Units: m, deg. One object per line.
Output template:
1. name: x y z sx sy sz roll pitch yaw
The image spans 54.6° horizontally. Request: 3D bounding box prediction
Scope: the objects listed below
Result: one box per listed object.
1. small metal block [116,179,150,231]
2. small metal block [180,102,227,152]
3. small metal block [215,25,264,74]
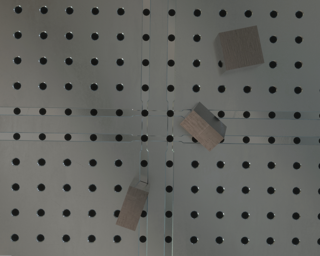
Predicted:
1. small metal block: -0.034 0.097 0.401 0.025 0.050 0.050 20 90 0
2. small metal block: 0.057 -0.003 0.398 0.050 0.050 0.025 43 113 0
3. small metal block: 0.106 -0.104 0.414 0.050 0.025 0.050 -11 90 0
